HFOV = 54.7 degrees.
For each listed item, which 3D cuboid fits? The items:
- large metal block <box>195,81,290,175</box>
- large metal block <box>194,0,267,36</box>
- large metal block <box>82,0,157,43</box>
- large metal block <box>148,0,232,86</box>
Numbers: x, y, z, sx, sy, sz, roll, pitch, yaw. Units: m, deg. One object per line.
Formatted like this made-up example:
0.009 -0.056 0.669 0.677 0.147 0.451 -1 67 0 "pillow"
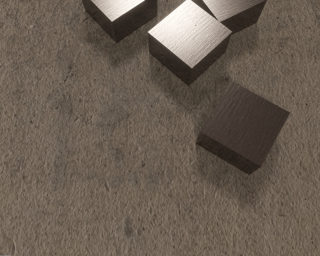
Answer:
0.103 0.001 0.396 0.080 0.050 0.080 31 73 10 "large metal block"
0.096 -0.187 0.464 0.080 0.050 0.080 -28 73 -10 "large metal block"
-0.061 -0.189 0.463 0.080 0.050 0.080 -39 75 -13 "large metal block"
0.041 -0.121 0.439 0.080 0.050 0.080 43 75 14 "large metal block"
